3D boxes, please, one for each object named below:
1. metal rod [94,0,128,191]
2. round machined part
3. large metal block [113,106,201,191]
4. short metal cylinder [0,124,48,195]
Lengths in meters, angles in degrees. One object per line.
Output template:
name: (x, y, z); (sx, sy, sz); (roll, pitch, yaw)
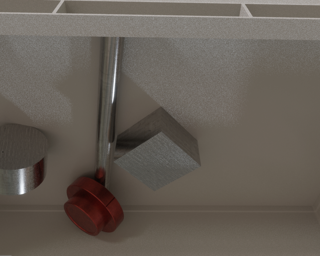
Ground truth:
metal rod: (-0.068, -0.013, 0.396); (0.025, 0.025, 0.298); (7, 130, -7)
round machined part: (-0.107, 0.125, 0.474); (0.098, 0.042, 0.097); (22, 135, 24)
large metal block: (-0.003, 0.031, 0.419); (0.080, 0.050, 0.080); (-33, 123, 24)
short metal cylinder: (-0.190, 0.040, 0.404); (0.081, 0.080, 0.050); (12, 129, -10)
